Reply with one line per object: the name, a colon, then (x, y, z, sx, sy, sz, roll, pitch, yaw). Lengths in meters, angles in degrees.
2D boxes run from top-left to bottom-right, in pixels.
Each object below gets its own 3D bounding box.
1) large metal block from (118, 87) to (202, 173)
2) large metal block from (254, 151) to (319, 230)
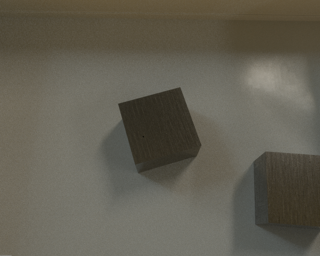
large metal block: (-0.001, 0.004, 0.395, 0.081, 0.050, 0.080, -16, 71, -6)
large metal block: (0.160, 0.076, 0.370, 0.080, 0.050, 0.080, 4, 70, 1)
